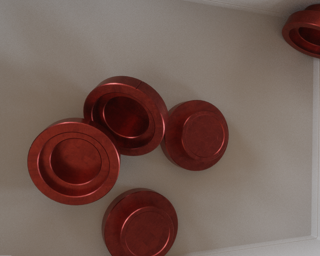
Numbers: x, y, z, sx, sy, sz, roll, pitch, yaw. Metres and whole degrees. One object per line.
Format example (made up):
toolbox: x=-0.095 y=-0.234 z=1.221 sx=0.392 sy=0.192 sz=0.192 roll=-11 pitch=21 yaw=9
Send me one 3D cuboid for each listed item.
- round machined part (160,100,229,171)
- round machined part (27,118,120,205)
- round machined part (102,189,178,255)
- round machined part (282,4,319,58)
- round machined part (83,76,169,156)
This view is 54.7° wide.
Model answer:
round machined part: x=0.052 y=0.010 z=0.422 sx=0.099 sy=0.042 sz=0.097 roll=0 pitch=90 yaw=-21
round machined part: x=-0.095 y=0.035 z=0.356 sx=0.099 sy=0.042 sz=0.097 roll=-1 pitch=105 yaw=-4
round machined part: x=-0.022 y=0.129 z=0.395 sx=0.099 sy=0.042 sz=0.097 roll=0 pitch=90 yaw=-20
round machined part: x=0.238 y=-0.145 z=0.459 sx=0.098 sy=0.098 sz=0.042 roll=29 pitch=89 yaw=-18
round machined part: x=-0.037 y=-0.018 z=0.370 sx=0.098 sy=0.098 sz=0.042 roll=47 pitch=34 yaw=-15
